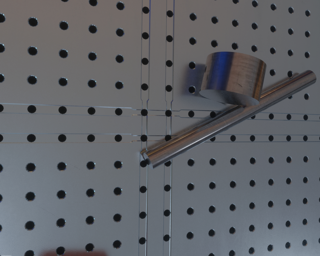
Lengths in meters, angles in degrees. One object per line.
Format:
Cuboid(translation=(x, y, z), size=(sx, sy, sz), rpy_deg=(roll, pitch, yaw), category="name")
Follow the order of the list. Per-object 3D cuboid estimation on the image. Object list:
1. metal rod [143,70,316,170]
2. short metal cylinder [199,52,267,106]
Cuboid(translation=(0.113, -0.019, 0.454), size=(0.302, 0.025, 0.025), rpy_deg=(-26, 99, -18), category="metal rod")
Cuboid(translation=(0.098, -0.064, 0.419), size=(0.081, 0.080, 0.050), rpy_deg=(14, 86, -20), category="short metal cylinder")
